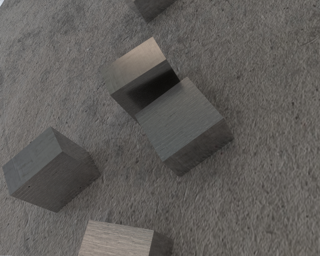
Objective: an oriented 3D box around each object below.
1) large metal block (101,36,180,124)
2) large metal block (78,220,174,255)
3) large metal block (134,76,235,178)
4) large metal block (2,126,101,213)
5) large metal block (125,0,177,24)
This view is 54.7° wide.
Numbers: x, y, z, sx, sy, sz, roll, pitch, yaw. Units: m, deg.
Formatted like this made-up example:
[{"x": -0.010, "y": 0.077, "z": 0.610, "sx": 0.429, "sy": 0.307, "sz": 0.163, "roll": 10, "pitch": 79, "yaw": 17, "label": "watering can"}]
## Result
[{"x": -0.018, "y": -0.059, "z": 0.415, "sx": 0.080, "sy": 0.080, "sz": 0.050, "roll": -31, "pitch": 52, "yaw": 8, "label": "large metal block"}, {"x": -0.039, "y": 0.146, "z": 0.319, "sx": 0.080, "sy": 0.050, "sz": 0.080, "roll": 0, "pitch": 62, "yaw": 28, "label": "large metal block"}, {"x": 0.028, "y": -0.002, "z": 0.374, "sx": 0.080, "sy": 0.050, "sz": 0.080, "roll": -36, "pitch": 51, "yaw": 4, "label": "large metal block"}, {"x": -0.140, "y": 0.057, "z": 0.407, "sx": 0.080, "sy": 0.080, "sz": 0.050, "roll": -41, "pitch": 51, "yaw": 1, "label": "large metal block"}, {"x": -0.020, "y": -0.244, "z": 0.548, "sx": 0.080, "sy": 0.050, "sz": 0.080, "roll": -38, "pitch": 51, "yaw": 2, "label": "large metal block"}]
